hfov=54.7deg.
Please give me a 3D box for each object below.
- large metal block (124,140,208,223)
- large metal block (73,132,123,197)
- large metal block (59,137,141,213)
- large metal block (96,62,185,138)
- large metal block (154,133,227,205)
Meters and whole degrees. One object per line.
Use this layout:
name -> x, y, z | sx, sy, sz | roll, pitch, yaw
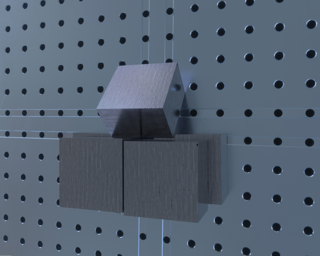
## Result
large metal block -> 0.008, 0.053, 0.341 | 0.080, 0.050, 0.079 | 0, 90, 19
large metal block -> -0.071, 0.047, 0.424 | 0.080, 0.050, 0.079 | 2, 91, 19
large metal block -> -0.069, 0.051, 0.366 | 0.080, 0.050, 0.079 | 0, 90, 19
large metal block -> -0.020, -0.035, 0.384 | 0.080, 0.050, 0.080 | 1, 48, 19
large metal block -> 0.040, 0.047, 0.384 | 0.080, 0.050, 0.079 | -1, 90, 19
